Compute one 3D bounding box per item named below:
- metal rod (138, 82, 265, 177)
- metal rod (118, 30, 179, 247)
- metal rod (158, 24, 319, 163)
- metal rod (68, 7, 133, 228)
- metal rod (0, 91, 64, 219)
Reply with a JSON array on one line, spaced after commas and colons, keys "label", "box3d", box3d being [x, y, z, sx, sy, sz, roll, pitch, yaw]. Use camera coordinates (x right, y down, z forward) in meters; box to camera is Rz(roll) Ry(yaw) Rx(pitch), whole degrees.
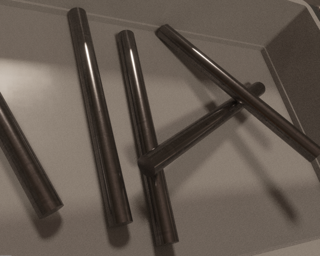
[{"label": "metal rod", "box3d": [0.079, -0.013, 0.440, 0.302, 0.025, 0.025, -31, 79, -44]}, {"label": "metal rod", "box3d": [-0.021, -0.006, 0.399, 0.025, 0.025, 0.299, 2, 61, -28]}, {"label": "metal rod", "box3d": [0.109, -0.061, 0.464, 0.300, 0.025, 0.025, 44, 50, 18]}, {"label": "metal rod", "box3d": [-0.079, -0.031, 0.382, 0.025, 0.025, 0.299, -2, 63, -30]}, {"label": "metal rod", "box3d": [-0.187, -0.040, 0.329, 0.025, 0.025, 0.299, -25, 76, -37]}]
